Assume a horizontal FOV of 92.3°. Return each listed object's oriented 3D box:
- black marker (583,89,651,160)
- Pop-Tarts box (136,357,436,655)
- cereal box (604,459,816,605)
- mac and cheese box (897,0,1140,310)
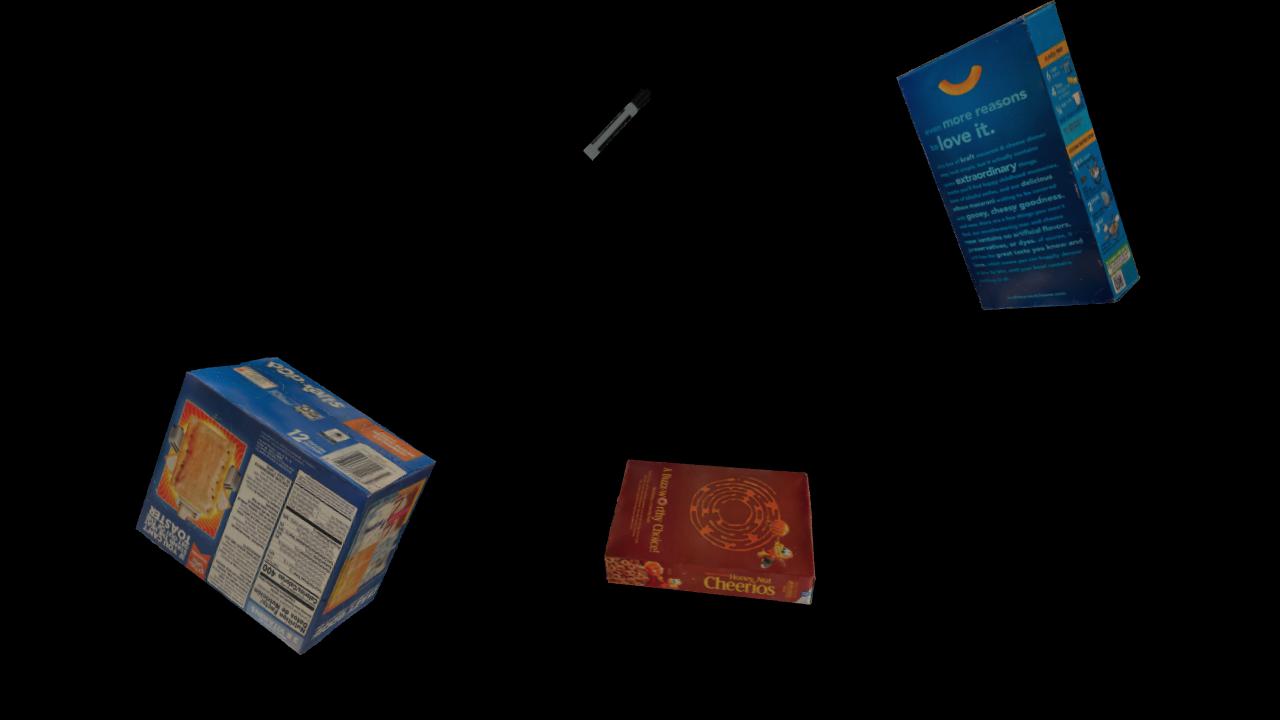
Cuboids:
[{"bbox_3d":[-0.030,-0.327,0.850,0.121,0.020,0.020,-44,-8,8],"label":"black marker"},{"bbox_3d":[-0.265,0.101,0.464,0.167,0.141,0.083,30,13,11],"label":"Pop-Tarts box"},{"bbox_3d":[0.113,0.261,0.965,0.306,0.081,0.203,3,37,8],"label":"cereal box"},{"bbox_3d":[0.251,-0.123,0.412,0.041,0.184,0.093,-33,14,-20],"label":"mac and cheese box"}]
